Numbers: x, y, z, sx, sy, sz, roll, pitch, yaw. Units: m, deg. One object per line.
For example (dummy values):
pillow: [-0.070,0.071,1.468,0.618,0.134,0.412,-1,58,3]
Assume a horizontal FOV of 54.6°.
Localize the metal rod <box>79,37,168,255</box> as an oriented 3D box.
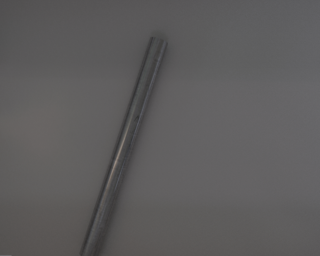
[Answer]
metal rod: [-0.048,0.026,0.411,0.025,0.025,0.299,18,90,0]
